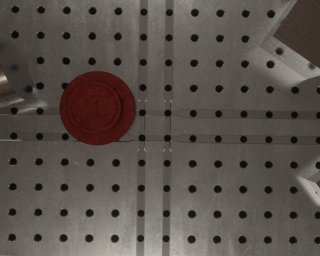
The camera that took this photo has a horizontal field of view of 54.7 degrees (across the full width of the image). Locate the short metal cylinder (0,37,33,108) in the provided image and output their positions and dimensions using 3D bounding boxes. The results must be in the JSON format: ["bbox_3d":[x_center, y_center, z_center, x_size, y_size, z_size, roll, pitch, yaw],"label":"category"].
[{"bbox_3d":[-0.202,-0.066,0.383,0.050,0.080,0.080,-16,90,0],"label":"short metal cylinder"}]

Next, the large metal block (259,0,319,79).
[{"bbox_3d":[0.193,-0.122,0.403,0.080,0.050,0.080,35,90,-1],"label":"large metal block"}]

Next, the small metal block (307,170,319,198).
[{"bbox_3d":[0.238,0.077,0.417,0.050,0.025,0.050,-36,90,0],"label":"small metal block"}]

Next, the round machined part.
[{"bbox_3d":[-0.082,-0.026,0.404,0.099,0.042,0.097,0,90,-1],"label":"round machined part"}]
